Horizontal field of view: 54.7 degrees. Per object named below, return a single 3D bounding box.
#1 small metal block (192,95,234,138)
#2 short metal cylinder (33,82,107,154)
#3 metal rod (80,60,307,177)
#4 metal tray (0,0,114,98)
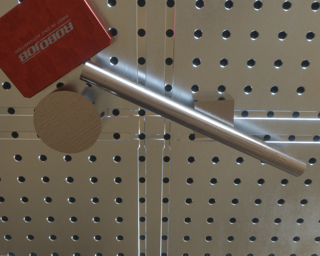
[{"bbox_3d":[0.070,-0.015,0.409,0.050,0.025,0.050,-3,110,0],"label":"small metal block"},{"bbox_3d":[-0.111,-0.014,0.393,0.081,0.050,0.079,0,110,-1],"label":"short metal cylinder"},{"bbox_3d":[0.048,-0.008,0.384,0.302,0.025,0.025,24,108,-9],"label":"metal rod"},{"bbox_3d":[-0.133,-0.107,0.370,0.130,0.030,0.090,-31,108,10],"label":"metal tray"}]
